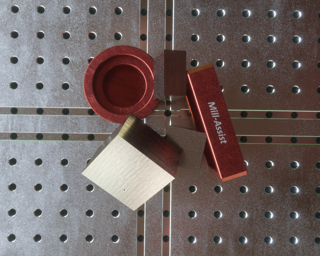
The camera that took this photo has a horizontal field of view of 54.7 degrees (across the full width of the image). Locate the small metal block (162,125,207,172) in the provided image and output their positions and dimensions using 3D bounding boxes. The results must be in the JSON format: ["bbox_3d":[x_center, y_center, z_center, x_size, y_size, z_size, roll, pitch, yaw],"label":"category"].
[{"bbox_3d":[0.033,0.026,0.409,0.050,0.025,0.050,12,94,10],"label":"small metal block"}]

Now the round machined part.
[{"bbox_3d":[-0.046,-0.054,0.404,0.099,0.042,0.097,0,90,-1],"label":"round machined part"}]

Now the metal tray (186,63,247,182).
[{"bbox_3d":[0.063,-0.006,0.382,0.030,0.090,0.129,-18,90,0],"label":"metal tray"}]

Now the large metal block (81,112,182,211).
[{"bbox_3d":[-0.033,0.042,0.378,0.080,0.050,0.080,39,122,-11],"label":"large metal block"}]

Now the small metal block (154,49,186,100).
[{"bbox_3d":[0.010,-0.059,0.360,0.025,0.050,0.050,0,89,-14],"label":"small metal block"}]
